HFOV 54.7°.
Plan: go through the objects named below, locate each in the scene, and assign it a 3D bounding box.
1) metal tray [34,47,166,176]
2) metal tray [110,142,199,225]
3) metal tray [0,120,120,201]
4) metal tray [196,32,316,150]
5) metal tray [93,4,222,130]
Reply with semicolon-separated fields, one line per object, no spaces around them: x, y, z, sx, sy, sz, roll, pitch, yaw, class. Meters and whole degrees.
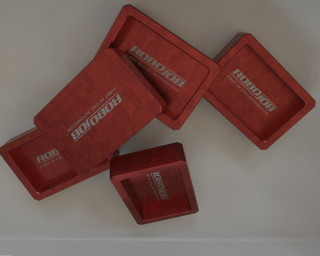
-0.070;-0.017;0.357;0.130;0.030;0.090;-39;92;16;metal tray
-0.003;0.078;0.407;0.090;0.030;0.129;-14;137;4;metal tray
-0.133;0.033;0.418;0.130;0.030;0.090;-25;109;8;metal tray
0.118;-0.045;0.393;0.130;0.030;0.090;40;105;-14;metal tray
-0.006;-0.070;0.364;0.130;0.030;0.090;35;107;3;metal tray
